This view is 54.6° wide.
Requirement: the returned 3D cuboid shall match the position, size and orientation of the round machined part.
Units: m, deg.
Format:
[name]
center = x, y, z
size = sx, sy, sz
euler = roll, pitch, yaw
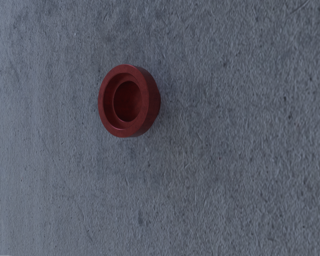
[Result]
[round machined part]
center = -0.038, -0.036, 0.426
size = 0.098, 0.042, 0.097
euler = 0, 90, 40
